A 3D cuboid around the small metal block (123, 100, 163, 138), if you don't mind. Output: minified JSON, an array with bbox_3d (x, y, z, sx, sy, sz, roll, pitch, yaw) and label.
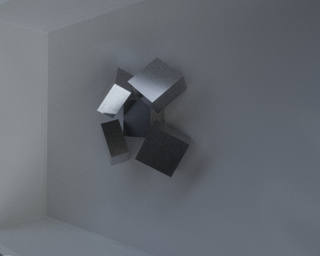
[{"bbox_3d":[-0.023,-0.013,0.423,0.050,0.025,0.050,2,92,40],"label":"small metal block"}]

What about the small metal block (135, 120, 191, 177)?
[{"bbox_3d":[0.004,0.025,0.386,0.050,0.025,0.050,27,110,0],"label":"small metal block"}]

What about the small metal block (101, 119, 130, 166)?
[{"bbox_3d":[-0.065,0.022,0.443,0.050,0.025,0.050,114,137,-68],"label":"small metal block"}]

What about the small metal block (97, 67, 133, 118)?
[{"bbox_3d":[-0.063,-0.050,0.440,0.050,0.025,0.050,-50,23,29],"label":"small metal block"}]

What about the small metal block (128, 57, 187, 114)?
[{"bbox_3d":[-0.003,-0.054,0.391,0.050,0.025,0.050,-41,58,-10],"label":"small metal block"}]
